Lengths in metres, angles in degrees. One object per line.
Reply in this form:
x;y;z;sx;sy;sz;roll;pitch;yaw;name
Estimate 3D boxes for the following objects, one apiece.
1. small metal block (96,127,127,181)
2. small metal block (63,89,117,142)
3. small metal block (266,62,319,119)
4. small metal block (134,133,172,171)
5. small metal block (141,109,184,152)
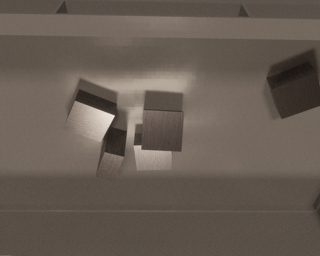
-0.066;0.035;0.422;0.025;0.050;0.050;16;128;-13;small metal block
-0.089;-0.015;0.395;0.050;0.025;0.050;21;127;-18;small metal block
0.163;-0.044;0.374;0.050;0.025;0.050;-21;127;16;small metal block
-0.009;0.033;0.438;0.050;0.025;0.050;-2;130;1;small metal block
0.003;0.002;0.396;0.050;0.025;0.050;3;97;-3;small metal block
